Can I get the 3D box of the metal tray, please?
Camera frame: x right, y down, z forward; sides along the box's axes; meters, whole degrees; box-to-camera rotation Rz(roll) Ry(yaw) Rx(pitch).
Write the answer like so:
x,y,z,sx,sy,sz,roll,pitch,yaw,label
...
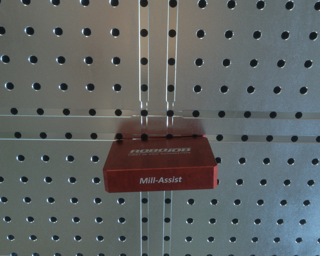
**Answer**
x,y,z,sx,sy,sz,roll,pitch,yaw,label
0.001,0.044,0.394,0.131,0.090,0.030,-2,110,1,metal tray
